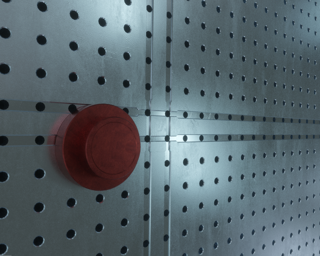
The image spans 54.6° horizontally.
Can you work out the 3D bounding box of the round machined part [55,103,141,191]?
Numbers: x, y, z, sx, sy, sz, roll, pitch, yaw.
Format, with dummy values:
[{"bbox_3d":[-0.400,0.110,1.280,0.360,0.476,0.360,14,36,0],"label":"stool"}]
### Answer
[{"bbox_3d":[-0.061,0.021,0.346,0.099,0.042,0.097,0,90,-40],"label":"round machined part"}]
